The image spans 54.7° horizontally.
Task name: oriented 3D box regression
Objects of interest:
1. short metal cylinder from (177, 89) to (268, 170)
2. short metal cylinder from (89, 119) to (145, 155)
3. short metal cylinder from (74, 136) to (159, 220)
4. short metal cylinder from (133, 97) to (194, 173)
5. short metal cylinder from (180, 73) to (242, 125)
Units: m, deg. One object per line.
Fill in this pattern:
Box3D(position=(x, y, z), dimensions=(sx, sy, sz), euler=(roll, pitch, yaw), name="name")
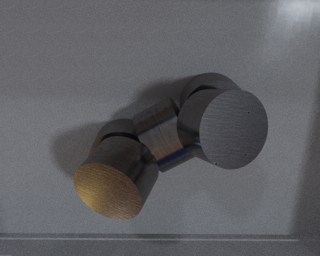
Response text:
Box3D(position=(0.065, -0.001, 0.327), dimensions=(0.081, 0.050, 0.079), euler=(-3, 98, -22), name="short metal cylinder")
Box3D(position=(-0.049, 0.033, 0.408), dimensions=(0.081, 0.050, 0.079), euler=(0, 110, -1), name="short metal cylinder")
Box3D(position=(-0.048, 0.056, 0.348), dimensions=(0.080, 0.050, 0.079), euler=(11, 125, 16), name="short metal cylinder")
Box3D(position=(0.009, 0.008, 0.383), dimensions=(0.050, 0.080, 0.080), euler=(-28, 108, 9), name="short metal cylinder")
Box3D(position=(0.067, -0.025, 0.388), dimensions=(0.081, 0.050, 0.079), euler=(0, 110, -1), name="short metal cylinder")
